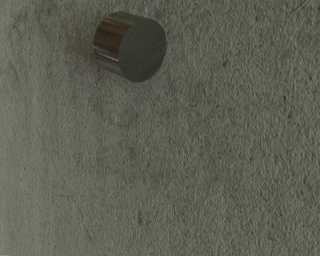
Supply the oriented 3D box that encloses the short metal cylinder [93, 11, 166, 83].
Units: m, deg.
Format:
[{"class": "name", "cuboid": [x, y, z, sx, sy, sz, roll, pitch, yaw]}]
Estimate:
[{"class": "short metal cylinder", "cuboid": [-0.038, -0.105, 0.400, 0.050, 0.081, 0.079, 29, 108, 36]}]
